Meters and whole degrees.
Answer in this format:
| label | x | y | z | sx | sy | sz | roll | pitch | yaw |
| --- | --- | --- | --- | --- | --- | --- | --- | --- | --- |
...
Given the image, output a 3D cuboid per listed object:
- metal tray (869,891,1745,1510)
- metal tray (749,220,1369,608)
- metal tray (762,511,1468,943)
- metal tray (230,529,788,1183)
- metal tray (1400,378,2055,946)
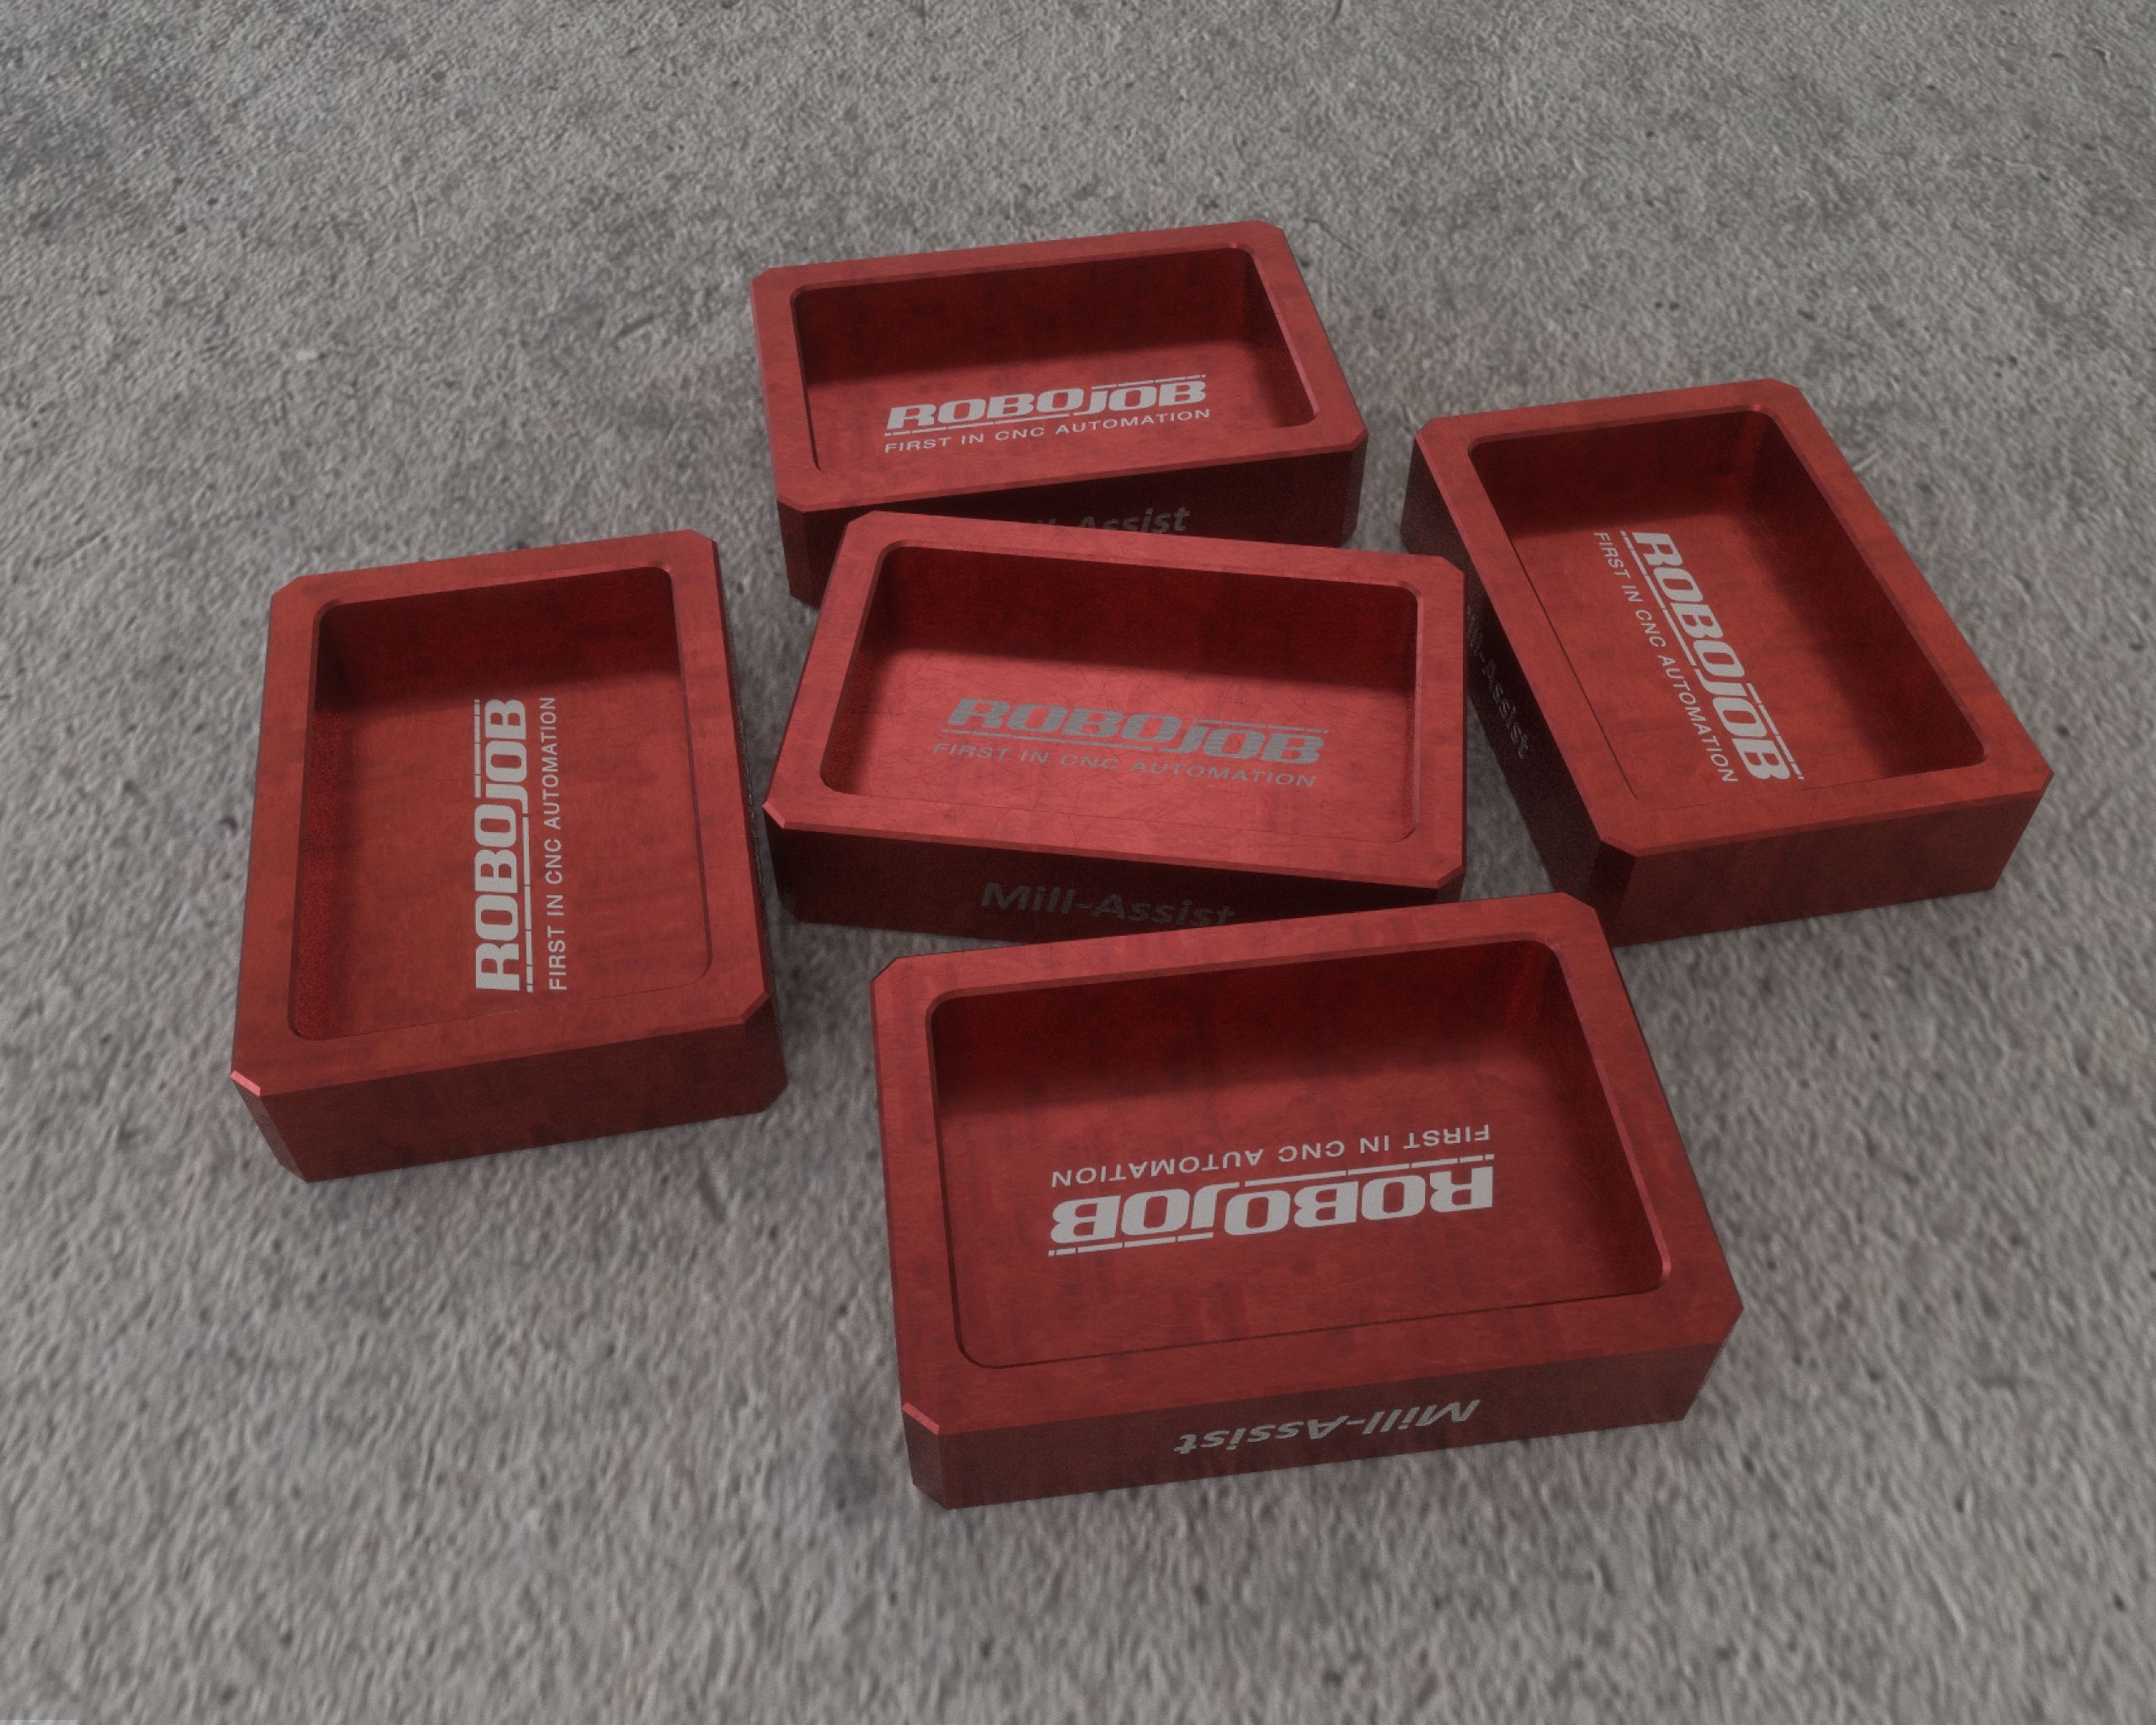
| label | x | y | z | sx | sy | sz | roll | pitch | yaw |
| --- | --- | --- | --- | --- | --- | --- | --- | --- | --- |
| metal tray | 0.033 | 0.054 | 0.354 | 0.131 | 0.030 | 0.090 | -5 | 50 | -5 |
| metal tray | -0.007 | -0.107 | 0.489 | 0.131 | 0.030 | 0.090 | -8 | 50 | -7 |
| metal tray | 0.011 | -0.026 | 0.421 | 0.131 | 0.030 | 0.090 | 5 | 50 | 4 |
| metal tray | -0.109 | -0.007 | 0.404 | 0.091 | 0.030 | 0.130 | -8 | 51 | -7 |
| metal tray | 0.130 | -0.047 | 0.439 | 0.091 | 0.030 | 0.130 | -8 | 51 | -7 |
